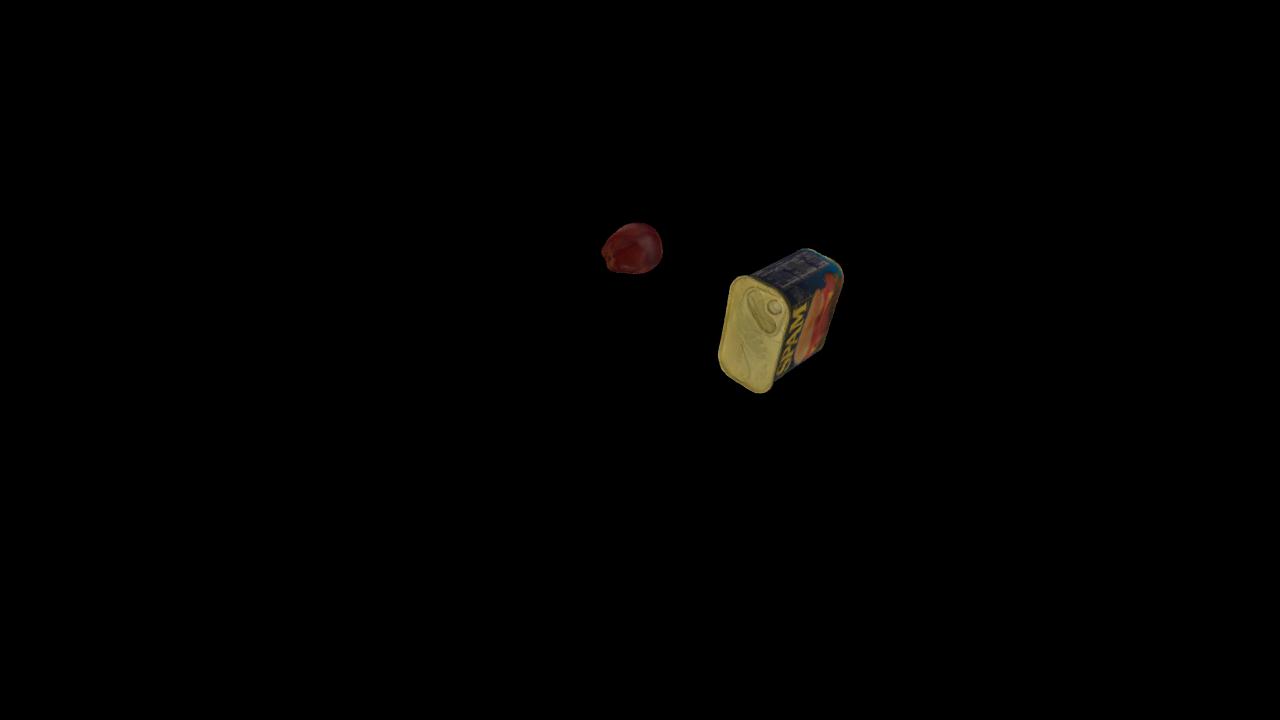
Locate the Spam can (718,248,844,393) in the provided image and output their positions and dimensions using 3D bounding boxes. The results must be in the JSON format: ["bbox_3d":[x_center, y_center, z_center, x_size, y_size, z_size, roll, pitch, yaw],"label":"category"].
[{"bbox_3d":[0.119,-0.035,0.518,0.085,0.101,0.058,-29,50,-35],"label":"Spam can"}]

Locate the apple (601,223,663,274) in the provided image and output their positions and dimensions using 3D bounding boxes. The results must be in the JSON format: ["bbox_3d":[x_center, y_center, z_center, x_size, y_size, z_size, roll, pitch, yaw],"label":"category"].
[{"bbox_3d":[-0.009,-0.167,0.938,0.093,0.079,0.079,-22,11,-30],"label":"apple"}]
